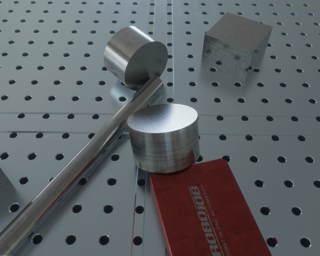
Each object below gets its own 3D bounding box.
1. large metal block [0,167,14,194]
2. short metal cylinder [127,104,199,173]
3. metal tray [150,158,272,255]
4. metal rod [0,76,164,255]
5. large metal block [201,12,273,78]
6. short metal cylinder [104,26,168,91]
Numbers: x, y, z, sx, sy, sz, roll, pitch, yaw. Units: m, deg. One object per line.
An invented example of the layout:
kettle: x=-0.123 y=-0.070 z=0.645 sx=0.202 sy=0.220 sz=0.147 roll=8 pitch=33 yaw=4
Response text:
large metal block: x=-0.229 y=0.051 z=0.347 sx=0.080 sy=0.050 sz=0.080 roll=-36 pitch=59 yaw=-26
short metal cylinder: x=0.005 y=0.010 z=0.364 sx=0.080 sy=0.050 sz=0.080 roll=-5 pitch=26 yaw=3
metal tray: x=0.048 y=0.100 z=0.321 sx=0.091 sy=0.030 sz=0.130 roll=-11 pitch=51 yaw=-10
metal rod: x=-0.084 y=0.030 z=0.381 sx=0.025 sy=0.025 sz=0.301 roll=25 pitch=54 yaw=20
large metal block: x=0.125 y=-0.138 z=0.508 sx=0.080 sy=0.050 sz=0.080 roll=27 pitch=55 yaw=21
short metal cylinder: x=-0.035 y=-0.102 z=0.457 sx=0.080 sy=0.080 sz=0.050 roll=-34 pitch=58 yaw=-25
